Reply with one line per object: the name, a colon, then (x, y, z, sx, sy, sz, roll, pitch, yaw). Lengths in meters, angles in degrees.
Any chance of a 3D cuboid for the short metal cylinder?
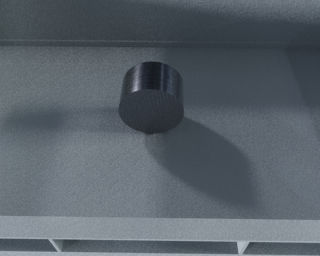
short metal cylinder: (-0.010, -0.038, 0.397, 0.080, 0.080, 0.050, 1, 50, 1)
